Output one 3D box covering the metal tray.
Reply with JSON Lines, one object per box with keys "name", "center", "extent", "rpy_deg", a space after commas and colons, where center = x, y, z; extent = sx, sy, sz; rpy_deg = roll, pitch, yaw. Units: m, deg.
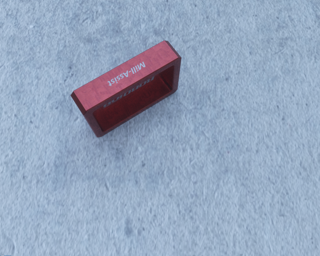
{"name": "metal tray", "center": [-0.037, -0.046, 0.389], "extent": [0.131, 0.090, 0.030], "rpy_deg": [-32, 74, -11]}
